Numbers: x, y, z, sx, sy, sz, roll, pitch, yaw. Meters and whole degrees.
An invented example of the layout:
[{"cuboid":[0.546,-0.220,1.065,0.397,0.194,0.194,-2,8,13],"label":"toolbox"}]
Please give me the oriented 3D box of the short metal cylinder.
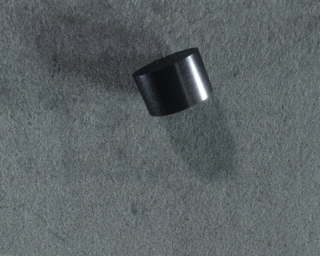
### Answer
[{"cuboid":[0.015,-0.054,0.361,0.080,0.080,0.050,-21,109,7],"label":"short metal cylinder"}]
